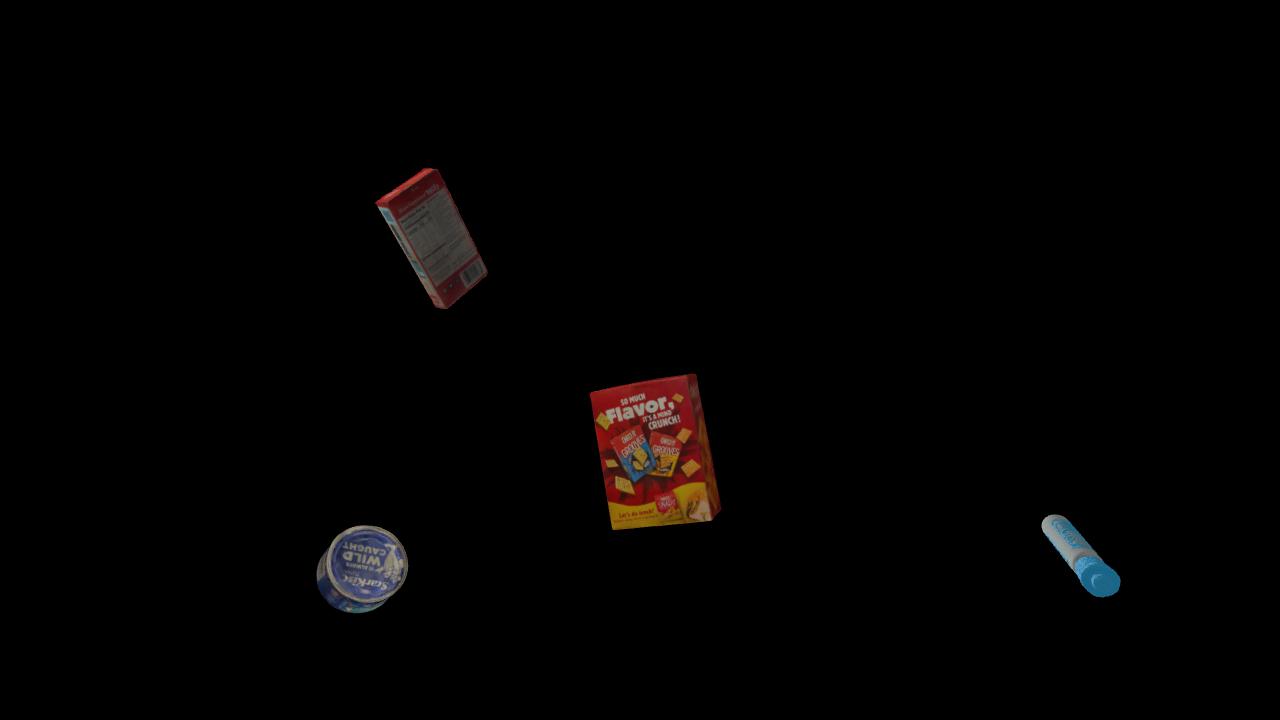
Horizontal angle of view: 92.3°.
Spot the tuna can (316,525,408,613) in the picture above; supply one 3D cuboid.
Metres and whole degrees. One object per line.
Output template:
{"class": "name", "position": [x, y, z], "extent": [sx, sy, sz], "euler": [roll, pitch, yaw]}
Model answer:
{"class": "tuna can", "position": [-0.291, 0.219, 0.644], "extent": [0.034, 0.084, 0.084], "euler": [-44, -25, 29]}

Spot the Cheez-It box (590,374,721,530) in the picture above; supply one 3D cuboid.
{"class": "Cheez-It box", "position": [0.023, 0.143, 0.963], "extent": [0.166, 0.223, 0.071], "euler": [-11, -2, 19]}

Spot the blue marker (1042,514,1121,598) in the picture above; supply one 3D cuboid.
{"class": "blue marker", "position": [0.285, 0.125, 0.401], "extent": [0.020, 0.020, 0.121], "euler": [0, 2, 24]}

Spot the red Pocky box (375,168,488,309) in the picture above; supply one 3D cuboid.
{"class": "red Pocky box", "position": [-0.252, -0.148, 0.760], "extent": [0.028, 0.155, 0.083], "euler": [16, 51, 34]}
